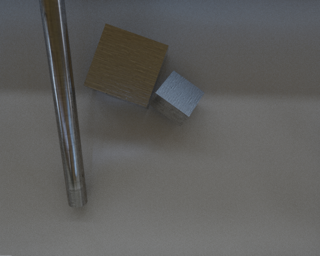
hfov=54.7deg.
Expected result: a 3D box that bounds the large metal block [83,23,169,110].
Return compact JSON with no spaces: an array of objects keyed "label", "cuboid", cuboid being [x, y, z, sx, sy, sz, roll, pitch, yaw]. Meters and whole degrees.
[{"label":"large metal block","cuboid":[-0.041,-0.076,0.398,0.080,0.050,0.080,19,90,-1]}]

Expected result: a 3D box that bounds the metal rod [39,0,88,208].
[{"label":"metal rod","cuboid":[-0.110,-0.039,0.355,0.025,0.025,0.298,-1,113,0]}]

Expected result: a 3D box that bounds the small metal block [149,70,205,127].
[{"label":"small metal block","cuboid":[0.022,-0.038,0.399,0.050,0.025,0.050,36,53,-1]}]
